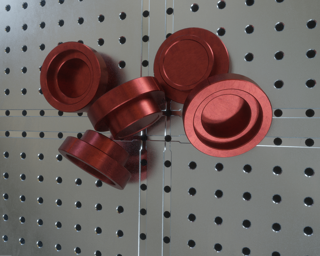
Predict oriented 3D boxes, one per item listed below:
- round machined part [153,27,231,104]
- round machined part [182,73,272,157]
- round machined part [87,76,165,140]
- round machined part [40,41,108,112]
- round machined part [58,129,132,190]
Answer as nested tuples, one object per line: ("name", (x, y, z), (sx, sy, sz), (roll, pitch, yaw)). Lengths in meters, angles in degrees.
("round machined part", (0.037, -0.078, 0.390), (0.098, 0.042, 0.097), (0, 90, 19))
("round machined part", (0.075, -0.018, 0.361), (0.099, 0.042, 0.097), (-1, 118, -1))
("round machined part", (-0.036, -0.019, 0.386), (0.098, 0.098, 0.042), (-33, 80, 17))
("round machined part", (-0.117, -0.070, 0.444), (0.098, 0.042, 0.097), (0, 90, 19))
("round machined part", (-0.079, 0.038, 0.407), (0.098, 0.098, 0.042), (25, 70, 18))
